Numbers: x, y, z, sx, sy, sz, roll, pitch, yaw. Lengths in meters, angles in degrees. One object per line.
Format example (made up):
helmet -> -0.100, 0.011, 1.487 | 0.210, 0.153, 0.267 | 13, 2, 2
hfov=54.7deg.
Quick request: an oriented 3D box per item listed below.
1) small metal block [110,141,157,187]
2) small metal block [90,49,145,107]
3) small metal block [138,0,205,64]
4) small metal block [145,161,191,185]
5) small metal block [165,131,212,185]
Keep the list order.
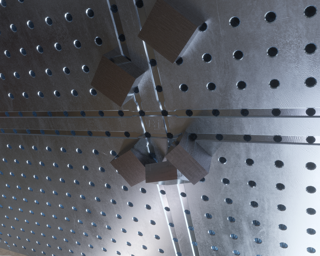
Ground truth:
small metal block -> -0.038, 0.054, 0.463 | 0.050, 0.025, 0.050 | -33, 101, 38
small metal block -> -0.055, -0.064, 0.399 | 0.050, 0.025, 0.050 | 37, 129, 3
small metal block -> 0.012, -0.108, 0.337 | 0.050, 0.025, 0.050 | 38, 129, 1
small metal block -> 0.016, 0.062, 0.421 | 0.050, 0.050, 0.025 | -14, 70, 33
small metal block -> 0.038, 0.037, 0.394 | 0.050, 0.050, 0.025 | 44, 112, -3
